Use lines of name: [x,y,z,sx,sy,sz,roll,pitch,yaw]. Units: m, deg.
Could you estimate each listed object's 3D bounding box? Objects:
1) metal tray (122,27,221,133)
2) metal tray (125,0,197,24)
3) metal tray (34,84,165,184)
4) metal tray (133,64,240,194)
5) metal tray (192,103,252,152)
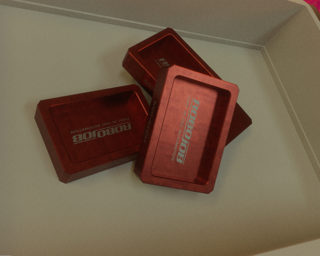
metal tray: [0.025,-0.068,0.418,0.130,0.030,0.091,47,54,4]
metal tray: [0.000,-0.249,0.558,0.131,0.030,0.090,14,56,-21]
metal tray: [-0.067,0.001,0.366,0.131,0.030,0.090,-16,70,-35]
metal tray: [0.030,0.003,0.353,0.091,0.030,0.129,14,91,-20]
metal tray: [0.066,-0.033,0.460,0.091,0.030,0.130,-33,80,-38]
